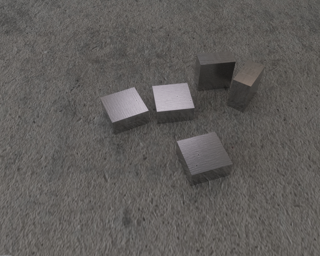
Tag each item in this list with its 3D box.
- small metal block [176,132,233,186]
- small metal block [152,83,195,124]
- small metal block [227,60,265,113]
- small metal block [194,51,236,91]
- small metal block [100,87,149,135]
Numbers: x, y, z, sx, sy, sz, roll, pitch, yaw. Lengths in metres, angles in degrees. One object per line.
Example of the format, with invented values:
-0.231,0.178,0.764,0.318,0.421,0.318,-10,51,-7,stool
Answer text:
0.052,0.036,0.373,0.050,0.025,0.050,-14,51,-11,small metal block
0.017,-0.035,0.432,0.050,0.025,0.050,-6,50,-5,small metal block
0.121,-0.059,0.437,0.025,0.050,0.050,27,55,21,small metal block
0.079,-0.084,0.458,0.050,0.050,0.025,-7,51,-6,small metal block
-0.048,-0.024,0.423,0.050,0.025,0.050,-20,53,-16,small metal block
